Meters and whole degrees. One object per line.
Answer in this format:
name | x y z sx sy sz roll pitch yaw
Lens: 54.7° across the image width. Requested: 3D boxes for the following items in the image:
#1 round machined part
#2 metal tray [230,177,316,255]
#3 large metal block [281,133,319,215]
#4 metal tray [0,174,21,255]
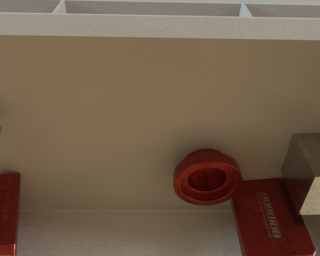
round machined part | 0.068 0.069 0.458 0.099 0.042 0.097 -1 130 0
metal tray | 0.159 0.136 0.458 0.091 0.130 0.030 -6 130 4
large metal block | 0.214 0.063 0.430 0.050 0.080 0.079 -1 130 1
metal tray | -0.224 0.142 0.452 0.030 0.130 0.089 3 128 -23
